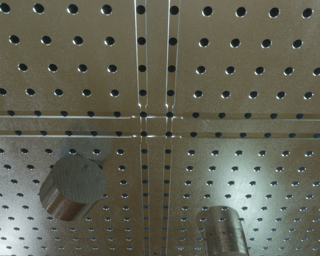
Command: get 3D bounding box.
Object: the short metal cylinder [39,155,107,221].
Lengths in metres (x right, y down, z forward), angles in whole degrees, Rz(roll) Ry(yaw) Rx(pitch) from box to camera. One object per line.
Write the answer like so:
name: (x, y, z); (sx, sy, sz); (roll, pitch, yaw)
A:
short metal cylinder: (-0.125, 0.086, 0.448); (0.080, 0.080, 0.050); (26, 125, -21)

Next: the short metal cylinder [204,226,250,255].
short metal cylinder: (0.128, 0.234, 0.596); (0.081, 0.050, 0.079); (0, 130, 0)
